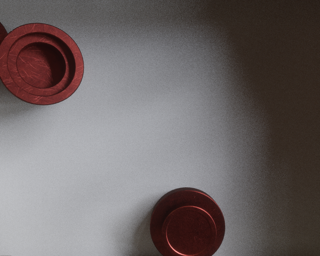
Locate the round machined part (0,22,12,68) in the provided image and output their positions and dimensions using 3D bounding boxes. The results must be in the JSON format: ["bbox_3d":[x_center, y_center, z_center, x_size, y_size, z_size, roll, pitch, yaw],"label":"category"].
[{"bbox_3d":[-0.240,-0.099,0.392,0.099,0.042,0.097,1,85,-18],"label":"round machined part"}]

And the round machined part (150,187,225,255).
[{"bbox_3d":[0.036,0.130,0.403,0.099,0.042,0.097,0,90,0],"label":"round machined part"}]

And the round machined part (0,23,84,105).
[{"bbox_3d":[-0.150,-0.078,0.389,0.099,0.042,0.097,-2,95,-27],"label":"round machined part"}]
